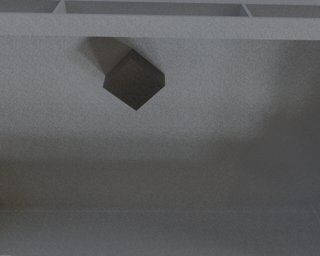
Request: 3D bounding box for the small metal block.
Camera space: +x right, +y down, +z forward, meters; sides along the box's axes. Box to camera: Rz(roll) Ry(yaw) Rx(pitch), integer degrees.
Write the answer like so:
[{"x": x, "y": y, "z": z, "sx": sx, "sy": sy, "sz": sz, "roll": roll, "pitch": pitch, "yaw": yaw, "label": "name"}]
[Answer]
[{"x": -0.030, "y": -0.055, "z": 0.362, "sx": 0.050, "sy": 0.025, "sz": 0.050, "roll": 36, "pitch": 121, "yaw": -27, "label": "small metal block"}]
